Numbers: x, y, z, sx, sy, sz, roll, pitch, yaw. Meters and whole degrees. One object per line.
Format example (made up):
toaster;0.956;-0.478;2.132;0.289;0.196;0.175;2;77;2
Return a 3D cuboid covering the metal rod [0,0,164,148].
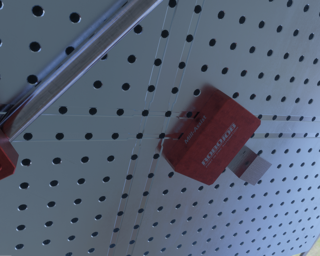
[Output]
metal rod;-0.071;-0.081;0.323;0.300;0.025;0.025;-43;130;1

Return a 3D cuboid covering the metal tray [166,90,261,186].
metal tray;0.081;0.019;0.466;0.090;0.030;0.130;28;103;-38

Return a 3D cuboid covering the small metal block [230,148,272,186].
small metal block;0.161;0.069;0.545;0.050;0.025;0.050;28;103;-38

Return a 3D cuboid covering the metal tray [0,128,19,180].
metal tray;-0.204;0.004;0.278;0.090;0.030;0.129;-27;117;-8
